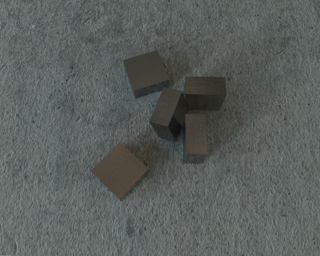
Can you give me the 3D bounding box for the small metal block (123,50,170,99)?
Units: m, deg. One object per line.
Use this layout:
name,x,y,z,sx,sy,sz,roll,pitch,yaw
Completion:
small metal block,-0.019,-0.076,0.435,0.050,0.025,0.050,-19,71,-7

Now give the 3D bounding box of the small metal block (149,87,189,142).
small metal block,0.013,-0.016,0.398,0.025,0.050,0.050,15,70,21

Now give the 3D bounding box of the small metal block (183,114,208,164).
small metal block,0.043,0.015,0.390,0.025,0.050,0.050,1,70,0

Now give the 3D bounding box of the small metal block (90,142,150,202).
small metal block,-0.049,0.055,0.388,0.050,0.025,0.050,41,75,13

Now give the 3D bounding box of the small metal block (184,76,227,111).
small metal block,0.058,-0.045,0.411,0.050,0.050,0.025,1,70,0
